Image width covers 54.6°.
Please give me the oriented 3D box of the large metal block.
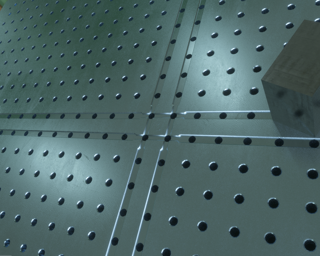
[{"bbox_3d":[0.156,-0.050,0.322,0.050,0.080,0.080,30,78,38],"label":"large metal block"}]
